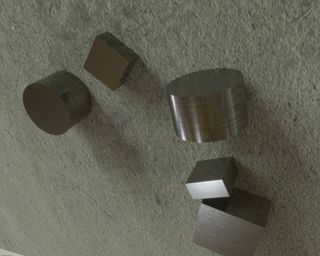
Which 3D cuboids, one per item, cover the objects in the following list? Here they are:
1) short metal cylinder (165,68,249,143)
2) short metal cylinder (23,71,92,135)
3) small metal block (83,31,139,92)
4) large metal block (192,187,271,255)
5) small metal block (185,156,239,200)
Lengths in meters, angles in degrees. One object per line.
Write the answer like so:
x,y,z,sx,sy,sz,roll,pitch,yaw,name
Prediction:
0.050,-0.026,0.329,0.080,0.080,0.050,0,119,28,short metal cylinder
-0.147,-0.036,0.446,0.080,0.050,0.079,13,124,21,short metal cylinder
-0.062,-0.083,0.388,0.050,0.025,0.050,38,129,2,small metal block
0.095,0.127,0.419,0.080,0.050,0.079,18,126,17,large metal block
0.067,0.063,0.395,0.050,0.050,0.025,-14,111,33,small metal block
